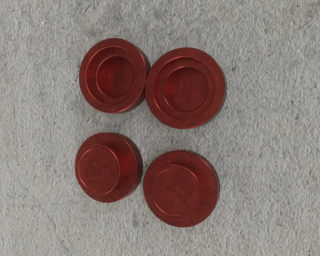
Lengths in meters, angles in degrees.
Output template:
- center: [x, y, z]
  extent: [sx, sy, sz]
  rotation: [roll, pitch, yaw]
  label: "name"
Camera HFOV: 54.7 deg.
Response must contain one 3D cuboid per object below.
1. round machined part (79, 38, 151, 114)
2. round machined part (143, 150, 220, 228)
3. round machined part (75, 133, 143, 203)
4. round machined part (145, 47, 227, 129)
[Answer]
- center: [-0.056, -0.068, 0.420]
  extent: [0.098, 0.042, 0.097]
  rotation: [0, 90, 20]
  label: "round machined part"
- center: [0.024, 0.078, 0.391]
  extent: [0.098, 0.042, 0.097]
  rotation: [0, 90, 20]
  label: "round machined part"
- center: [-0.077, 0.055, 0.427]
  extent: [0.098, 0.042, 0.097]
  rotation: [0, 90, 20]
  label: "round machined part"
- center: [0.035, -0.047, 0.388]
  extent: [0.098, 0.042, 0.097]
  rotation: [0, 90, 20]
  label: "round machined part"
